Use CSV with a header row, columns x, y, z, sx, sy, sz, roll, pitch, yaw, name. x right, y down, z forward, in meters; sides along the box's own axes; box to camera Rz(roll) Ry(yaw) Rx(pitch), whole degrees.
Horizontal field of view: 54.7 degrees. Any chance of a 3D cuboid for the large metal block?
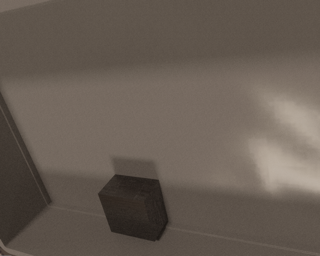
x,y,z,sx,sy,sz,roll,pitch,yaw,name
-0.041,0.124,0.489,0.080,0.050,0.079,2,120,26,large metal block
